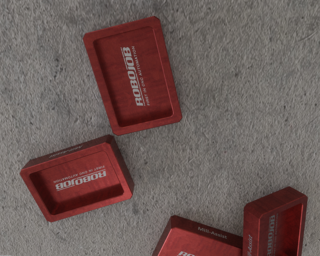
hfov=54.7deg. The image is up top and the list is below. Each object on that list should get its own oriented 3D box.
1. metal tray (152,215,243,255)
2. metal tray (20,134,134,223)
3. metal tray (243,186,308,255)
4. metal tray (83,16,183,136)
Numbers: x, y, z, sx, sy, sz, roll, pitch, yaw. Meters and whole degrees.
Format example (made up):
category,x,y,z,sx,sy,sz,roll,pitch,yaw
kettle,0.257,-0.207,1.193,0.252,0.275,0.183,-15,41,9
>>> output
category,x,y,z,sx,sy,sz,roll,pitch,yaw
metal tray,0.062,0.197,0.480,0.131,0.030,0.089,20,109,-8
metal tray,-0.112,0.071,0.432,0.131,0.030,0.090,-18,109,6
metal tray,0.164,0.158,0.446,0.091,0.030,0.129,-14,112,-24
metal tray,-0.030,-0.062,0.383,0.090,0.030,0.129,-13,110,4
